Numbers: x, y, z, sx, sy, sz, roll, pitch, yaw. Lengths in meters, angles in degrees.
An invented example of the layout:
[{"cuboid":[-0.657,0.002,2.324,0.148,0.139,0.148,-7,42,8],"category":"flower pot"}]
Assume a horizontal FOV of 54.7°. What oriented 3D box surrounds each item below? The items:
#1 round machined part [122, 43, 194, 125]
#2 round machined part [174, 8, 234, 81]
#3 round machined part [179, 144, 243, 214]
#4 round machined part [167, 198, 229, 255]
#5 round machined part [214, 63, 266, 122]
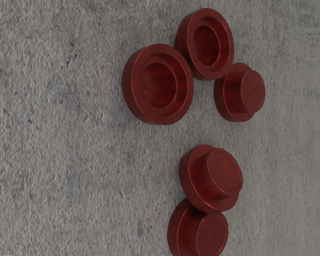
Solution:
[{"cuboid":[-0.007,-0.052,0.388,0.099,0.042,0.097,0,90,-40],"category":"round machined part"},{"cuboid":[0.059,-0.116,0.443,0.099,0.042,0.097,0,90,-40],"category":"round machined part"},{"cuboid":[0.077,0.067,0.433,0.099,0.042,0.098,22,51,-29],"category":"round machined part"},{"cuboid":[0.061,0.149,0.445,0.099,0.042,0.097,0,90,-40],"category":"round machined part"},{"cuboid":[0.136,-0.058,0.507,0.099,0.042,0.097,0,90,-40],"category":"round machined part"}]
